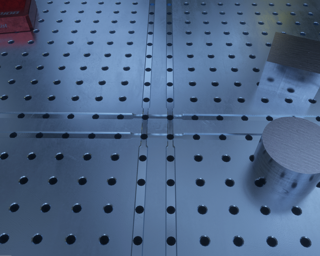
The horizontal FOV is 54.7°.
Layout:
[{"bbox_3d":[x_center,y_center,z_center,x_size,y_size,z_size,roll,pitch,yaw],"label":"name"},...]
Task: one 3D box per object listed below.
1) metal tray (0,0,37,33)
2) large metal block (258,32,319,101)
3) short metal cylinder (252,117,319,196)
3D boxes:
[{"bbox_3d":[-0.306,-0.215,0.582,0.131,0.030,0.090,-7,50,-6],"label":"metal tray"},{"bbox_3d":[0.204,-0.096,0.473,0.080,0.050,0.080,18,52,14],"label":"large metal block"},{"bbox_3d":[0.155,0.033,0.365,0.081,0.050,0.080,0,50,0],"label":"short metal cylinder"}]
